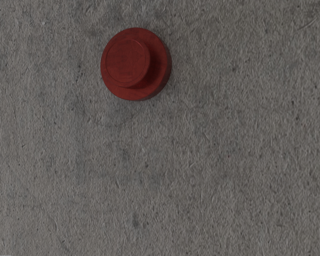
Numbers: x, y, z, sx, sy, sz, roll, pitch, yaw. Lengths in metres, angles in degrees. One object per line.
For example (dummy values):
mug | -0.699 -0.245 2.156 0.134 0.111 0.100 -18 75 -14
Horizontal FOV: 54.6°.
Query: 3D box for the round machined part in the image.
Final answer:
round machined part | -0.037 -0.086 0.414 0.098 0.042 0.097 0 90 20
